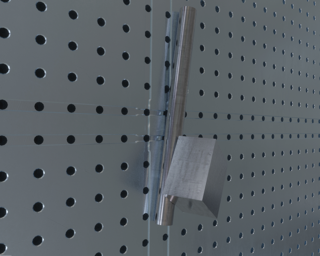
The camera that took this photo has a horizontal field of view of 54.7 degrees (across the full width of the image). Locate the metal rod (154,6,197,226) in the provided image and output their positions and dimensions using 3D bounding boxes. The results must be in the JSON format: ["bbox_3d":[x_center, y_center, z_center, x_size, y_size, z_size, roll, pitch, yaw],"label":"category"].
[{"bbox_3d":[0.022,-0.020,0.427,0.025,0.025,0.298,12,83,-40],"label":"metal rod"}]

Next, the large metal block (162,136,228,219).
[{"bbox_3d":[0.051,0.066,0.411,0.080,0.050,0.080,54,47,-52],"label":"large metal block"}]
